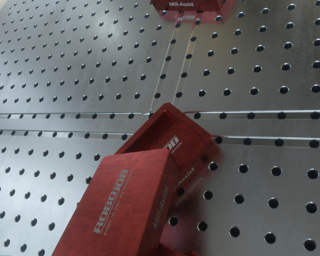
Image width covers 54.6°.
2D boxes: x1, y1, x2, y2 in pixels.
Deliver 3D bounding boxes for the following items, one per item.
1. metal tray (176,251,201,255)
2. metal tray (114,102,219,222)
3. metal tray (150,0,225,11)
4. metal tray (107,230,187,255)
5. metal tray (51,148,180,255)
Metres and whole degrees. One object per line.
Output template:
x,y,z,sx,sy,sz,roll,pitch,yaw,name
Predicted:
-0.010,0.182,0.299,0.130,0.030,0.090,-21,54,15,metal tray
-0.004,0.040,0.383,0.130,0.030,0.090,-46,51,-4,metal tray
0.055,-0.243,0.527,0.130,0.030,0.090,16,70,34,metal tray
0.001,0.154,0.271,0.130,0.030,0.090,14,69,33,metal tray
-0.038,0.080,0.313,0.090,0.030,0.130,-9,38,27,metal tray
